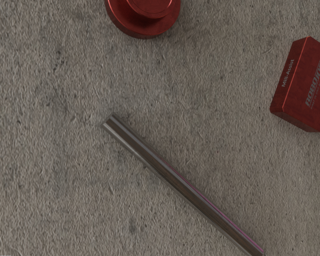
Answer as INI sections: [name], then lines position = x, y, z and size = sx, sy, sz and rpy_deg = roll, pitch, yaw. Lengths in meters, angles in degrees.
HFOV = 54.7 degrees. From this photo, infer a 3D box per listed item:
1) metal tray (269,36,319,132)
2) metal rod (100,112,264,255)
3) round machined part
[metal tray]
position = 0.238, -0.068, 0.496
size = 0.090, 0.030, 0.130
rpy_deg = 24, 82, -19
[metal rod]
position = 0.039, 0.088, 0.424
size = 0.300, 0.025, 0.025
rpy_deg = 43, 76, -15
[round machined part]
position = -0.018, -0.167, 0.394
size = 0.099, 0.042, 0.097
rpy_deg = 0, 90, -21
